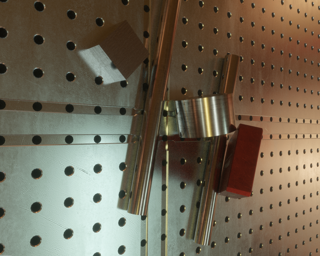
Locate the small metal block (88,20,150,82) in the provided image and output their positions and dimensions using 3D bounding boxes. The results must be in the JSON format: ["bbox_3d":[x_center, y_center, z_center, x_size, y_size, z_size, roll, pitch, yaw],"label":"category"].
[{"bbox_3d":[-0.048,-0.091,0.371,0.050,0.025,0.050,52,59,-27],"label":"small metal block"}]

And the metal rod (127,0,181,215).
[{"bbox_3d":[-0.005,-0.040,0.406,0.025,0.025,0.298,15,80,-39],"label":"metal rod"}]

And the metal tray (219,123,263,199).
[{"bbox_3d":[0.113,0.054,0.450,0.130,0.030,0.090,69,35,-75],"label":"metal tray"}]

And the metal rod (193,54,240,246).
[{"bbox_3d":[0.091,0.028,0.488,0.025,0.025,0.299,19,78,-39],"label":"metal rod"}]

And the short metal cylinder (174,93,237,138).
[{"bbox_3d":[0.062,-0.019,0.428,0.081,0.080,0.050,-14,99,-40],"label":"short metal cylinder"}]
